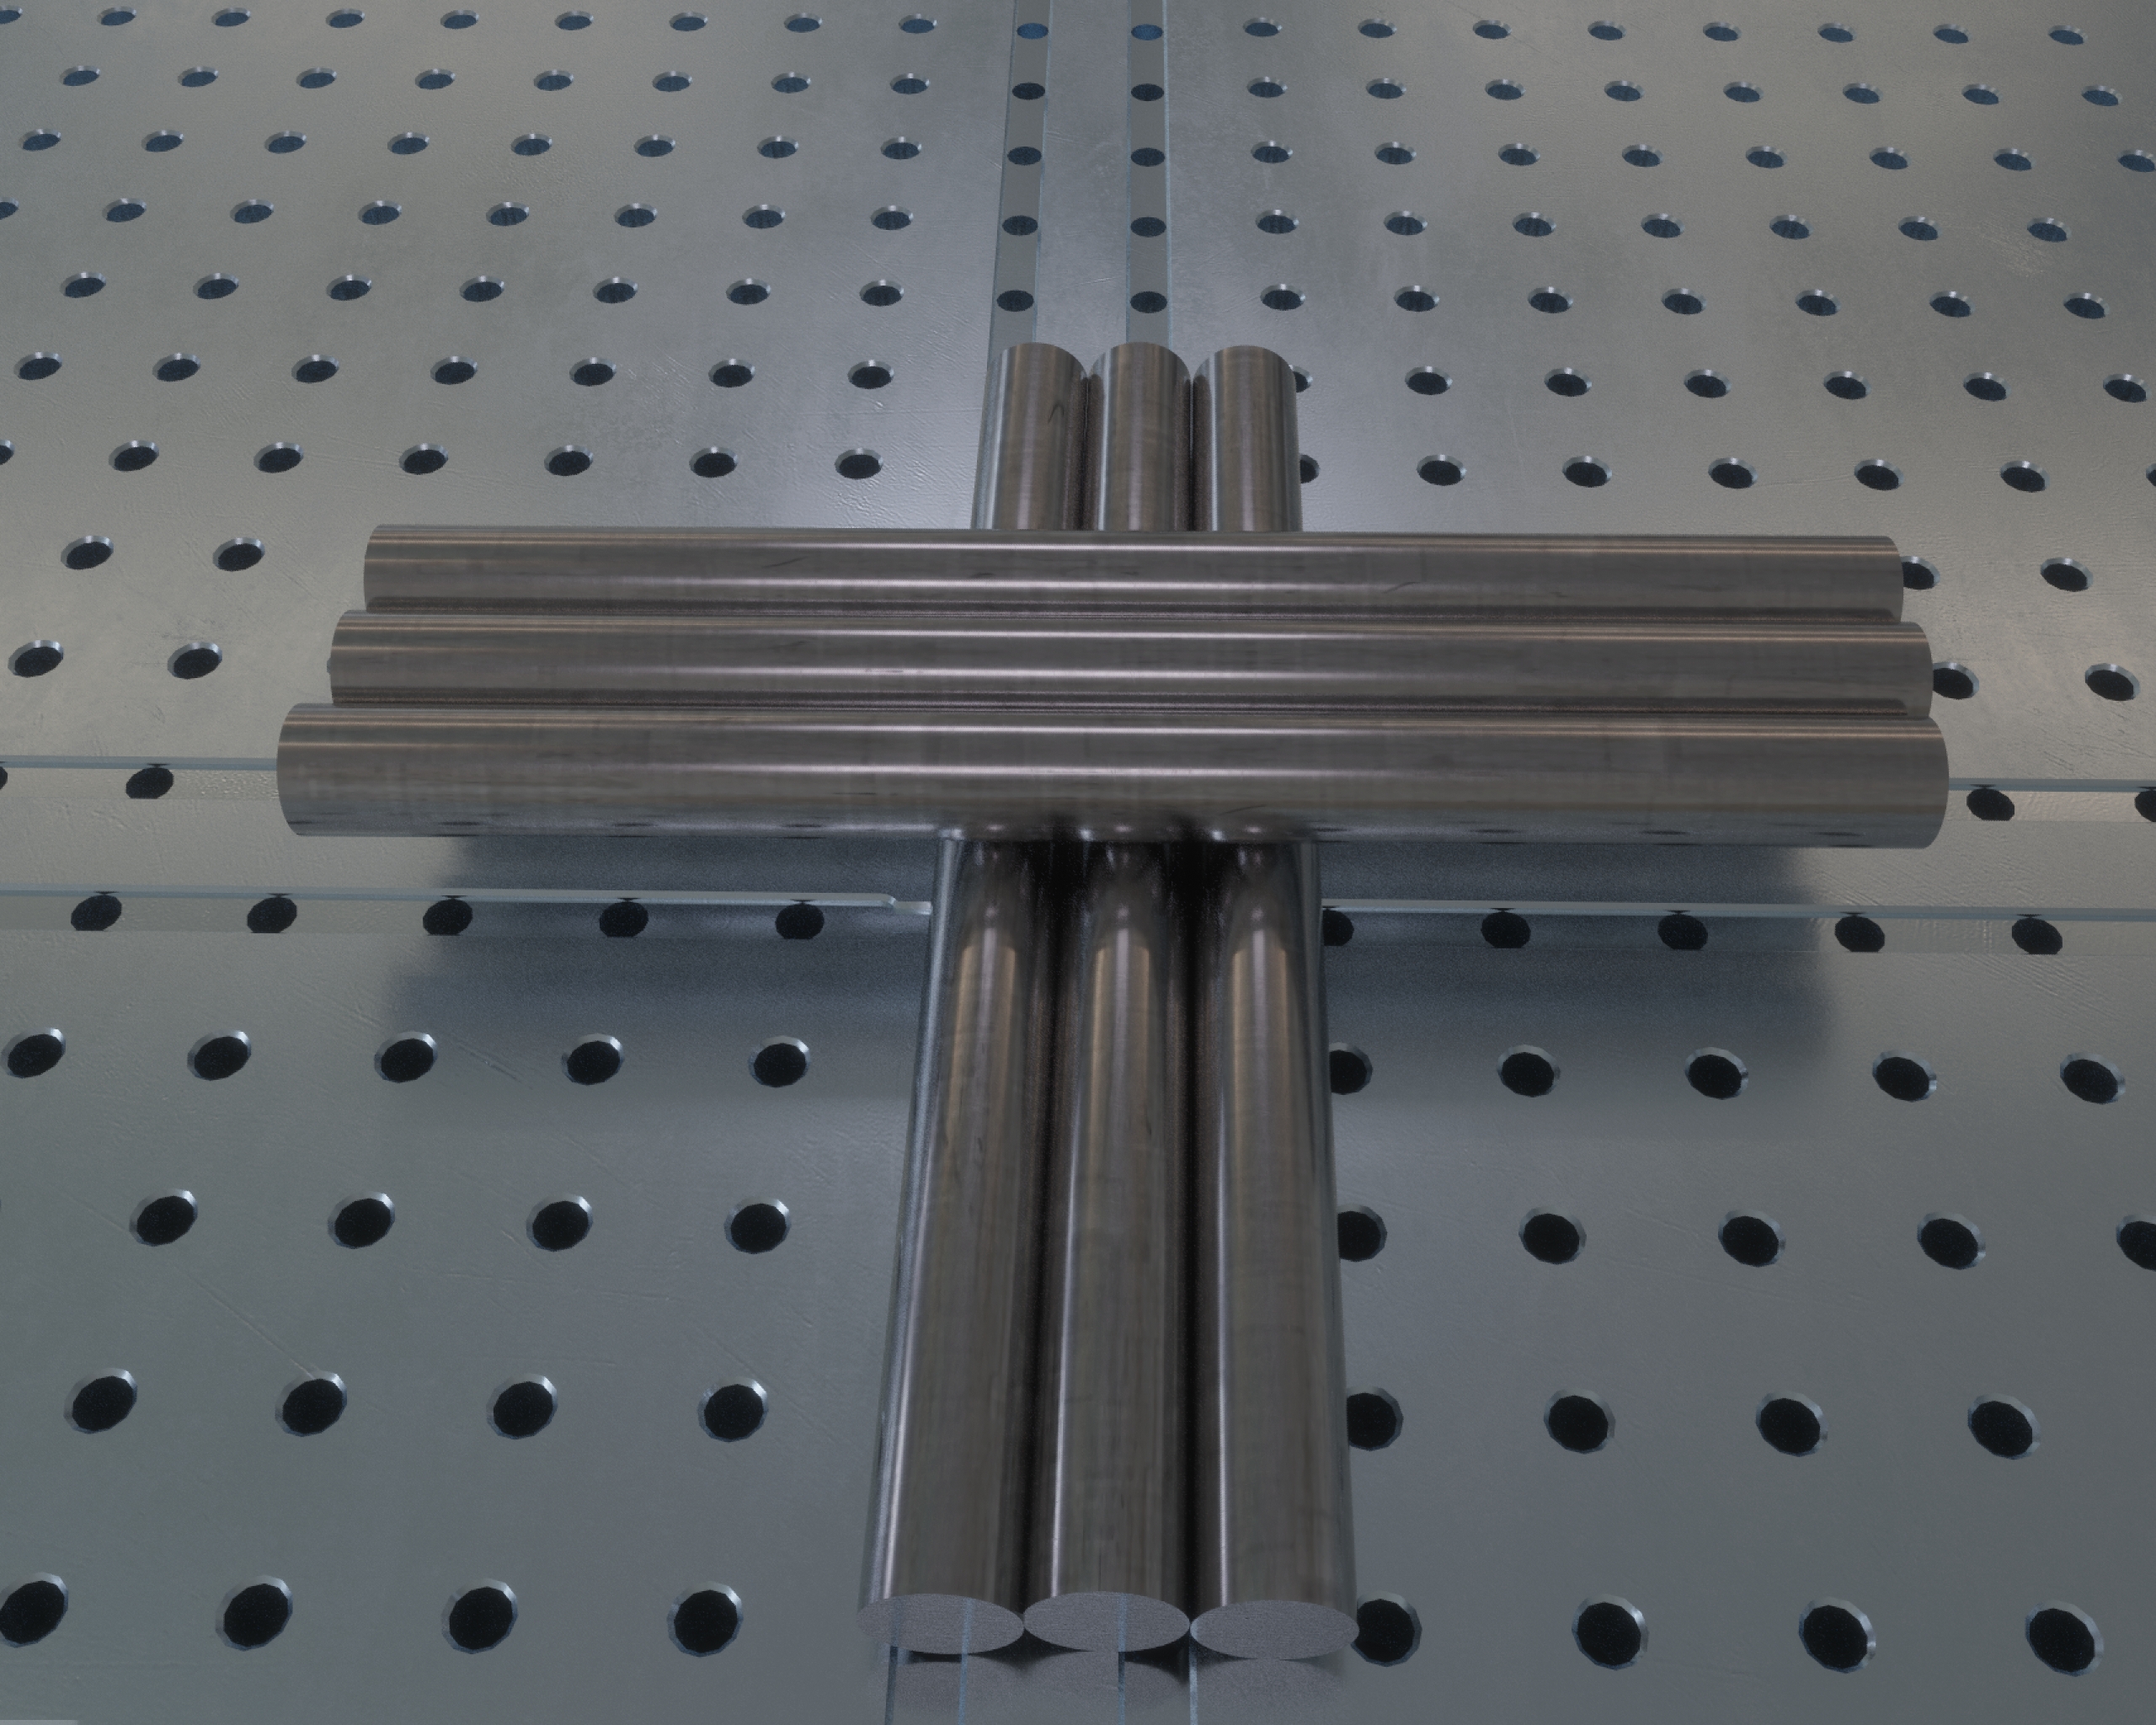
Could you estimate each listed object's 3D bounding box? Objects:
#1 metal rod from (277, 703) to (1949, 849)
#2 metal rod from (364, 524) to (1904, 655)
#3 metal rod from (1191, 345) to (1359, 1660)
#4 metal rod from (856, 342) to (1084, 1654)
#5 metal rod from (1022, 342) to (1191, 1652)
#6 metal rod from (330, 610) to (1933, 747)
[{"bbox_3d":[0.006,-0.016,0.389,0.302,0.025,0.025,0,50,0],"label":"metal rod"},{"bbox_3d":[0.011,-0.055,0.421,0.302,0.025,0.025,0,50,0],"label":"metal rod"},{"bbox_3d":[0.035,0.000,0.408,0.025,0.025,0.300,2,50,1],"label":"metal rod"},{"bbox_3d":[-0.015,-0.001,0.408,0.025,0.025,0.300,2,50,1],"label":"metal rod"},{"bbox_3d":[0.010,-0.001,0.409,0.025,0.025,0.300,2,50,1],"label":"metal rod"},{"bbox_3d":[0.010,-0.035,0.405,0.302,0.025,0.025,0,50,0],"label":"metal rod"}]
